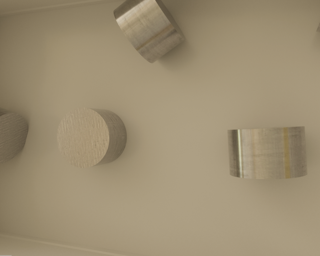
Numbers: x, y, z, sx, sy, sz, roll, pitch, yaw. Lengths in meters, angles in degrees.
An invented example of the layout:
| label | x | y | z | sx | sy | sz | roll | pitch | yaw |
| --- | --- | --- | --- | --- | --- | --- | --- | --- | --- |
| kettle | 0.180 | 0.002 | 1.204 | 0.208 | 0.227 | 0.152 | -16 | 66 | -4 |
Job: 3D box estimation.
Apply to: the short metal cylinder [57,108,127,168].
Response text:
| label | x | y | z | sx | sy | sz | roll | pitch | yaw |
| --- | --- | --- | --- | --- | --- | --- | --- | --- | --- |
| short metal cylinder | -0.094 | 0.013 | 0.430 | 0.080 | 0.050 | 0.080 | 0 | 90 | 20 |

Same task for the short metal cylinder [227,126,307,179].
| label | x | y | z | sx | sy | sz | roll | pitch | yaw |
| --- | --- | --- | --- | --- | --- | --- | --- | --- | --- |
| short metal cylinder | 0.116 | 0.025 | 0.340 | 0.080 | 0.080 | 0.050 | -3 | 89 | 20 |

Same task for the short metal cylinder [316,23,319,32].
| label | x | y | z | sx | sy | sz | roll | pitch | yaw |
| --- | --- | --- | --- | --- | --- | --- | --- | --- | --- |
| short metal cylinder | 0.199 | -0.131 | 0.311 | 0.050 | 0.080 | 0.080 | 22 | 98 | 18 |

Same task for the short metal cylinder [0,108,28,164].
| label | x | y | z | sx | sy | sz | roll | pitch | yaw |
| --- | --- | --- | --- | --- | --- | --- | --- | --- | --- |
| short metal cylinder | -0.251 | 0.008 | 0.470 | 0.050 | 0.080 | 0.080 | 18 | 96 | 19 |

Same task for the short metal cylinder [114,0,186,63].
| label | x | y | z | sx | sy | sz | roll | pitch | yaw |
| --- | --- | --- | --- | --- | --- | --- | --- | --- | --- |
| short metal cylinder | -0.012 | -0.128 | 0.385 | 0.050 | 0.080 | 0.080 | -33 | 80 | 17 |
